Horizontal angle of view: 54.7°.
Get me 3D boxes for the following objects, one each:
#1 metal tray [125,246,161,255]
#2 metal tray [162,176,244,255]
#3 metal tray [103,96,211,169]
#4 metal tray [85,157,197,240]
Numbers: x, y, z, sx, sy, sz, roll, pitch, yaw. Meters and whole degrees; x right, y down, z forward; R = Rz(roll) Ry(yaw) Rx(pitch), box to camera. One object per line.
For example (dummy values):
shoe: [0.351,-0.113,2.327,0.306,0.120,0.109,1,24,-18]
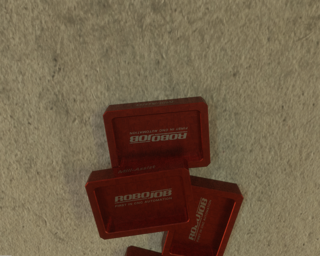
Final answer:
metal tray: [-0.002,0.248,0.498,0.131,0.030,0.089,17,109,-7]
metal tray: [0.059,0.138,0.458,0.091,0.030,0.129,11,110,-5]
metal tray: [-0.002,0.011,0.410,0.131,0.030,0.089,-5,110,1]
metal tray: [-0.022,0.094,0.408,0.131,0.030,0.089,-9,110,3]
